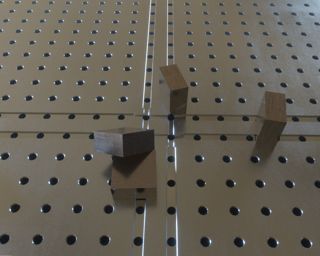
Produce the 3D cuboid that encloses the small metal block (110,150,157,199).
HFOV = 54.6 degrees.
[{"bbox_3d":[-0.029,0.054,0.362,0.050,0.025,0.050,-1,50,-1],"label":"small metal block"}]

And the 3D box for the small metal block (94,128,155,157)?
[{"bbox_3d":[-0.042,0.015,0.368,0.050,0.025,0.050,4,9,41],"label":"small metal block"}]

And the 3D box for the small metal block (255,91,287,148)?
[{"bbox_3d":[0.143,-0.011,0.402,0.025,0.050,0.050,10,51,8],"label":"small metal block"}]

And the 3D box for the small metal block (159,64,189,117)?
[{"bbox_3d":[0.018,-0.053,0.436,0.025,0.050,0.050,-13,51,-11],"label":"small metal block"}]
